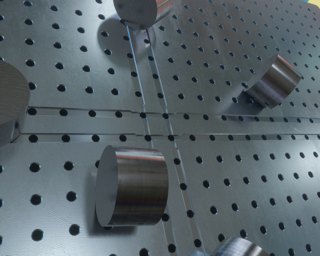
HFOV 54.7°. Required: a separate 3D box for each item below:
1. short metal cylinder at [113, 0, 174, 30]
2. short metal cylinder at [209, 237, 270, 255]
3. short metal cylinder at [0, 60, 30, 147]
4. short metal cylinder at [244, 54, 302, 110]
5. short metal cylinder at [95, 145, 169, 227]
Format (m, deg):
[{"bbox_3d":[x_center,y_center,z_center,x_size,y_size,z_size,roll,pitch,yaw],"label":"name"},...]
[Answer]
[{"bbox_3d":[-0.026,-0.200,0.481,0.080,0.080,0.050,41,51,0],"label":"short metal cylinder"},{"bbox_3d":[0.081,0.162,0.318,0.050,0.080,0.080,-32,80,-38],"label":"short metal cylinder"},{"bbox_3d":[-0.177,-0.025,0.312,0.081,0.050,0.080,14,56,-21],"label":"short metal cylinder"},{"bbox_3d":[0.188,-0.077,0.521,0.050,0.080,0.080,39,51,-2],"label":"short metal cylinder"},{"bbox_3d":[-0.032,0.060,0.319,0.050,0.080,0.080,7,59,-25],"label":"short metal cylinder"}]
